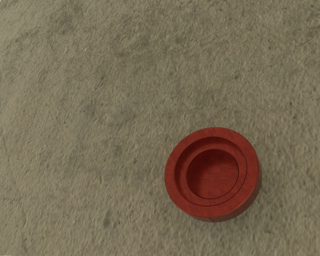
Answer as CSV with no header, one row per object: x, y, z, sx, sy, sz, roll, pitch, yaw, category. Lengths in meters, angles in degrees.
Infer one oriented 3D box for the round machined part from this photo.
0.058,0.052,0.330,0.098,0.042,0.098,-13,56,20,round machined part
